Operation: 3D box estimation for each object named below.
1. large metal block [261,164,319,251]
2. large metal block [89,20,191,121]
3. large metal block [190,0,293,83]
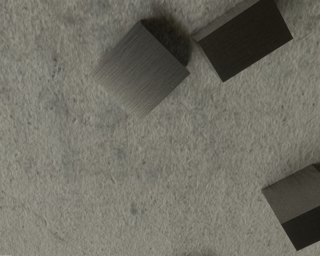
[{"bbox_3d":[0.197,0.106,0.422,0.080,0.080,0.050,-30,108,10],"label":"large metal block"},{"bbox_3d":[-0.023,-0.070,0.371,0.080,0.050,0.080,43,104,-15],"label":"large metal block"},{"bbox_3d":[0.085,-0.101,0.344,0.080,0.080,0.050,-32,107,11],"label":"large metal block"}]
